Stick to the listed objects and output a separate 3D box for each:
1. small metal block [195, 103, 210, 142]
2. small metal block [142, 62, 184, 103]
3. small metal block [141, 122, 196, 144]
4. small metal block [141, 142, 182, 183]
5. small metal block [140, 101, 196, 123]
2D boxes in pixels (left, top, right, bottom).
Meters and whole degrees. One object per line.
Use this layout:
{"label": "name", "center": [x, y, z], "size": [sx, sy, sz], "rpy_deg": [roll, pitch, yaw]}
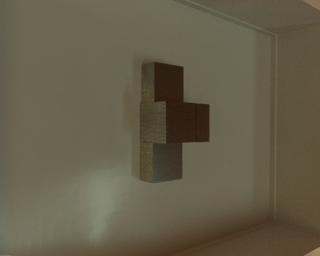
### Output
{"label": "small metal block", "center": [0.040, -0.007, 0.421], "size": [0.025, 0.050, 0.050], "rpy_deg": [0, 90, -40]}
{"label": "small metal block", "center": [0.004, -0.057, 0.407], "size": [0.050, 0.025, 0.050], "rpy_deg": [0, 90, -40]}
{"label": "small metal block", "center": [0.010, 0.005, 0.397], "size": [0.050, 0.050, 0.025], "rpy_deg": [0, 91, -40]}
{"label": "small metal block", "center": [0.003, 0.043, 0.406], "size": [0.050, 0.025, 0.050], "rpy_deg": [0, 90, -40]}
{"label": "small metal block", "center": [0.010, -0.019, 0.396], "size": [0.050, 0.050, 0.025], "rpy_deg": [0, 91, -40]}
